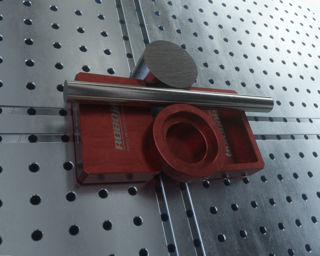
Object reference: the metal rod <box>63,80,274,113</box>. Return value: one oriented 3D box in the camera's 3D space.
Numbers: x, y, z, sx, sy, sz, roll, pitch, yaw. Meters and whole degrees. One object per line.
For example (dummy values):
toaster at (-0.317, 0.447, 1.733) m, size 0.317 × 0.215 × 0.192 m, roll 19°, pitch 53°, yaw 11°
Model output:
metal rod at (0.032, -0.038, 0.404) m, size 0.303 × 0.025 × 0.025 m, roll 1°, pitch 62°, yaw -28°

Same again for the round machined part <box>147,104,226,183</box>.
round machined part at (0.029, 0.022, 0.383) m, size 0.099 × 0.042 × 0.098 m, roll 14°, pitch 56°, yaw -21°

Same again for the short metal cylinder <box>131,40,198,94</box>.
short metal cylinder at (0.005, -0.076, 0.436) m, size 0.081 × 0.050 × 0.080 m, roll 14°, pitch 56°, yaw -21°

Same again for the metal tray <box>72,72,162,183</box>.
metal tray at (-0.054, -0.002, 0.371) m, size 0.091 × 0.030 × 0.130 m, roll 3°, pitch 61°, yaw -27°

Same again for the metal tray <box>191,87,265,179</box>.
metal tray at (0.087, 0.005, 0.444) m, size 0.091 × 0.030 × 0.130 m, roll 1°, pitch 61°, yaw -28°
